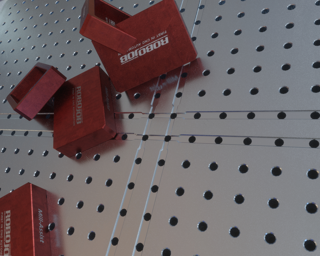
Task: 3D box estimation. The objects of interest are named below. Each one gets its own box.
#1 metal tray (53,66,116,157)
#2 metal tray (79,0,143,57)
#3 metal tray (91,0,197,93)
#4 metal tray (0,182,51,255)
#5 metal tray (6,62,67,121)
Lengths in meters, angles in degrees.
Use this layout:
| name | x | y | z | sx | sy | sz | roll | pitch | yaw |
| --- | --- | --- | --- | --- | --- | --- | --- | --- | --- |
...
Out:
| name | x | y | z | sx | sy | sz | roll | pitch | yaw |
| --- | --- | --- | --- | --- | --- | --- | --- | --- | --- |
| metal tray | -0.121 | -0.029 | 0.488 | 0.090 | 0.030 | 0.130 | -23 | 53 | 14 |
| metal tray | -0.075 | -0.160 | 0.482 | 0.030 | 0.091 | 0.130 | -56 | 28 | 25 |
| metal tray | -0.021 | -0.118 | 0.452 | 0.130 | 0.090 | 0.030 | -22 | 13 | 15 |
| metal tray | -0.196 | 0.150 | 0.417 | 0.090 | 0.030 | 0.130 | -29 | 52 | 9 |
| metal tray | -0.217 | -0.068 | 0.535 | 0.090 | 0.030 | 0.130 | -52 | 33 | -9 |
